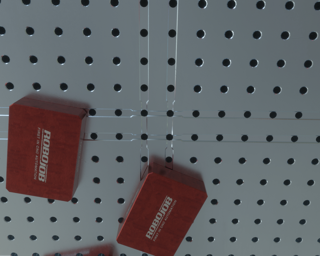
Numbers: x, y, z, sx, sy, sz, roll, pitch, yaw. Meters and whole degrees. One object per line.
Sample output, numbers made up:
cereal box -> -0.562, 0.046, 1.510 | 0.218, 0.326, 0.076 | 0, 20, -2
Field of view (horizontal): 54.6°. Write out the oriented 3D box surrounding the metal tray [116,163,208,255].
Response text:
metal tray -> 0.001, 0.125, 0.457 | 0.090, 0.030, 0.129 | 22, 108, -8

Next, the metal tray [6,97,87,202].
metal tray -> -0.155, 0.031, 0.421 | 0.090, 0.030, 0.129 | 11, 110, -4
